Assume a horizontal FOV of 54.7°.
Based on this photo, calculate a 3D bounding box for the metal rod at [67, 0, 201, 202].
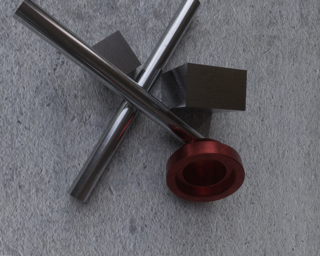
[{"bbox_3d":[-0.028,-0.045,0.399,0.025,0.025,0.300,33,79,-18],"label":"metal rod"}]

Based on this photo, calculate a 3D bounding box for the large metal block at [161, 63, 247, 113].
[{"bbox_3d":[0.054,-0.048,0.401,0.081,0.080,0.050,3,89,-21],"label":"large metal block"}]

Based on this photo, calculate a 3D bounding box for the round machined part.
[{"bbox_3d":[0.057,0.051,0.404,0.099,0.097,0.042,23,38,-19],"label":"round machined part"}]

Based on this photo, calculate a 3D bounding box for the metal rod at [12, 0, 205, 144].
[{"bbox_3d":[-0.028,-0.038,0.369,0.301,0.025,0.025,36,78,-28],"label":"metal rod"}]

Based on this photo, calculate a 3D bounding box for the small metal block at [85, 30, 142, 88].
[{"bbox_3d":[-0.060,-0.085,0.387,0.050,0.025,0.050,-38,102,-16],"label":"small metal block"}]
